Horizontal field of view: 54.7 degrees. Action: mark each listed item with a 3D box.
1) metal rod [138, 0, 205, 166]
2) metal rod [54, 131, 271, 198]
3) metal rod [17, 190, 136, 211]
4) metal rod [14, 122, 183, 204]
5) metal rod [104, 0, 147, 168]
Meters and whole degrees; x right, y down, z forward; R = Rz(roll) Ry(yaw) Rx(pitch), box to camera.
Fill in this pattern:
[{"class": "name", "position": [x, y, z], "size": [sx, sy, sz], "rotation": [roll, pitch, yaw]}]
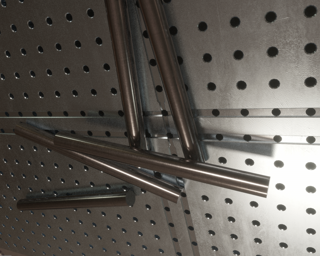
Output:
[{"class": "metal rod", "position": [0.008, -0.077, 0.358], "size": [0.025, 0.025, 0.298], "rotation": [-4, 117, 30]}, {"class": "metal rod", "position": [-0.014, 0.042, 0.409], "size": [0.301, 0.025, 0.025], "rotation": [10, 123, 22]}, {"class": "metal rod", "position": [-0.172, 0.140, 0.585], "size": [0.300, 0.025, 0.025], "rotation": [-11, 113, 32]}, {"class": "metal rod", "position": [-0.106, 0.050, 0.496], "size": [0.301, 0.025, 0.025], "rotation": [20, 126, 15]}, {"class": "metal rod", "position": [-0.042, -0.078, 0.383], "size": [0.025, 0.025, 0.298], "rotation": [8, 122, 24]}]
